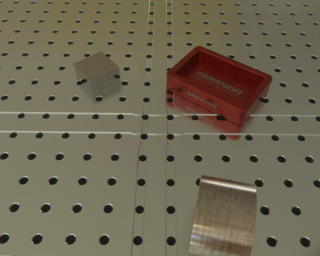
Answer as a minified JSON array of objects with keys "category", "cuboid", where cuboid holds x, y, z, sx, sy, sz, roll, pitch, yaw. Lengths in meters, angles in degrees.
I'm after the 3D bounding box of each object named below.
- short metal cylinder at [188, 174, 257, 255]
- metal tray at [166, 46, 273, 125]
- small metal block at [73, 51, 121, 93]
[{"category":"short metal cylinder","cuboid":[0.058,0.089,0.298,0.050,0.080,0.080,10,51,8]},{"category":"metal tray","cuboid":[0.086,-0.067,0.461,0.130,0.030,0.090,30,56,22]},{"category":"small metal block","cuboid":[-0.097,-0.087,0.480,0.050,0.025,0.050,-31,57,-24]}]
